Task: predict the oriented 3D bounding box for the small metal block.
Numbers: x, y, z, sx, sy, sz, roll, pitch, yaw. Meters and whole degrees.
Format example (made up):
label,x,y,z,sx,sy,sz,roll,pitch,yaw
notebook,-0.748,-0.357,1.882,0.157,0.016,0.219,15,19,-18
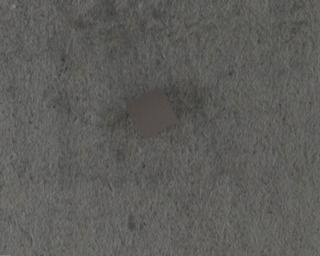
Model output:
label,x,y,z,sx,sy,sz,roll,pitch,yaw
small metal block,-0.010,-0.019,0.410,0.050,0.025,0.050,-28,90,-1
